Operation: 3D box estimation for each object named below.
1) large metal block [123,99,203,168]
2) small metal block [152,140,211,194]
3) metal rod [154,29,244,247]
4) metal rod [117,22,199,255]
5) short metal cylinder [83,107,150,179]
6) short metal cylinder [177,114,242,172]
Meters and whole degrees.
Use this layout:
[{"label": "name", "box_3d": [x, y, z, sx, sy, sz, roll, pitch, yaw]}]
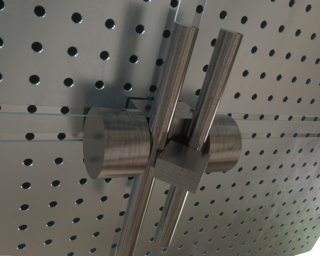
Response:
[{"label": "large metal block", "box_3d": [-0.001, 0.012, 0.397, 0.081, 0.050, 0.079, 1, 118, -29]}, {"label": "small metal block", "box_3d": [0.025, 0.042, 0.349, 0.050, 0.050, 0.025, 20, 115, 11]}, {"label": "metal rod", "box_3d": [0.039, 0.031, 0.383, 0.025, 0.025, 0.298, 1, 118, -29]}, {"label": "metal rod", "box_3d": [-0.010, 0.032, 0.357, 0.025, 0.025, 0.298, 1, 118, -29]}, {"label": "short metal cylinder", "box_3d": [-0.052, 0.017, 0.353, 0.050, 0.080, 0.079, 1, 118, -29]}, {"label": "short metal cylinder", "box_3d": [0.063, 0.020, 0.418, 0.050, 0.080, 0.079, 1, 118, -28]}]
